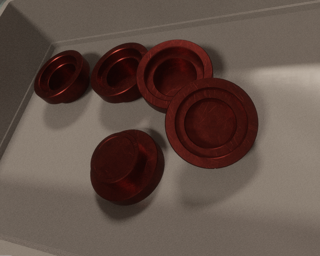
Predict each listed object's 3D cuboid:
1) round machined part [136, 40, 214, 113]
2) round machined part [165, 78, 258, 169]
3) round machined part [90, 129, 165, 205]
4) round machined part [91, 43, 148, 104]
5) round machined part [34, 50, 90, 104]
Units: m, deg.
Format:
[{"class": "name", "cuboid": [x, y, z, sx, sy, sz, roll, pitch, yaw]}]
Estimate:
[{"class": "round machined part", "cuboid": [0.021, -0.063, 0.409, 0.098, 0.042, 0.098, -3, 72, 11]}, {"class": "round machined part", "cuboid": [0.056, -0.004, 0.349, 0.099, 0.042, 0.097, 0, 86, 5]}, {"class": "round machined part", "cuboid": [-0.047, 0.044, 0.391, 0.098, 0.042, 0.098, -13, 56, 20]}, {"class": "round machined part", "cuboid": [-0.052, -0.078, 0.468, 0.098, 0.042, 0.098, -13, 56, 20]}, {"class": "round machined part", "cuboid": [-0.160, -0.081, 0.526, 0.098, 0.042, 0.098, -13, 56, 20]}]
